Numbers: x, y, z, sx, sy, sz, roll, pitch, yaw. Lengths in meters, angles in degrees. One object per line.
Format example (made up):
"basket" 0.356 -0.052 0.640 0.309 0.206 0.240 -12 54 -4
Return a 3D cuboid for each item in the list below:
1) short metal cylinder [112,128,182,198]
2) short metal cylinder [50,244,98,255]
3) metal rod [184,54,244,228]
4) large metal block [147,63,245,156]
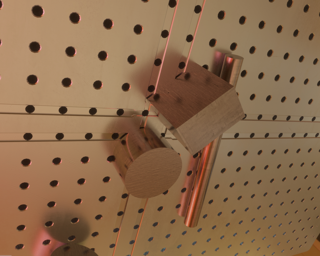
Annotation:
"short metal cylinder" -0.018 0.047 0.416 0.081 0.050 0.079 -14 124 -21
"short metal cylinder" -0.126 0.214 0.440 0.081 0.080 0.050 15 111 -35
"metal rod" 0.076 0.036 0.477 0.025 0.025 0.298 -5 121 -26
"large metal block" 0.043 -0.026 0.385 0.080 0.080 0.050 -36 130 -4
